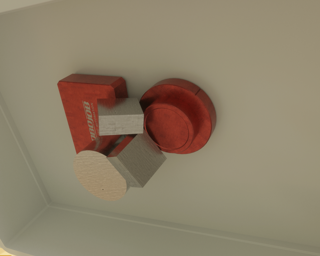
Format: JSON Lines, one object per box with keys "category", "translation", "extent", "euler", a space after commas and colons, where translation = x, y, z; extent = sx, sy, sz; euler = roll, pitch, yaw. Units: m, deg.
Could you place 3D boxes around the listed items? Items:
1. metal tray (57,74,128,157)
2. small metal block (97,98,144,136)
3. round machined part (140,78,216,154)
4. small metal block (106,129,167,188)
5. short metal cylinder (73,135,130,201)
{"category": "metal tray", "translation": [-0.086, -0.009, 0.439], "extent": [0.090, 0.030, 0.129], "euler": [7, 122, 24]}
{"category": "small metal block", "translation": [-0.049, -0.015, 0.372], "extent": [0.050, 0.050, 0.025], "euler": [-3, 118, -13]}
{"category": "round machined part", "translation": [0.016, -0.008, 0.381], "extent": [0.098, 0.042, 0.097], "euler": [13, 124, 20]}
{"category": "small metal block", "translation": [-0.027, 0.036, 0.376], "extent": [0.025, 0.050, 0.050], "euler": [-12, 121, 53]}
{"category": "short metal cylinder", "translation": [-0.068, 0.050, 0.417], "extent": [0.080, 0.050, 0.079], "euler": [13, 124, 20]}
